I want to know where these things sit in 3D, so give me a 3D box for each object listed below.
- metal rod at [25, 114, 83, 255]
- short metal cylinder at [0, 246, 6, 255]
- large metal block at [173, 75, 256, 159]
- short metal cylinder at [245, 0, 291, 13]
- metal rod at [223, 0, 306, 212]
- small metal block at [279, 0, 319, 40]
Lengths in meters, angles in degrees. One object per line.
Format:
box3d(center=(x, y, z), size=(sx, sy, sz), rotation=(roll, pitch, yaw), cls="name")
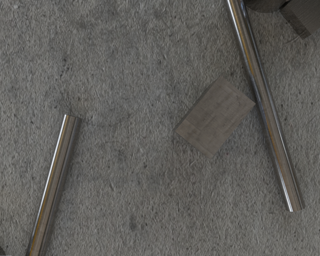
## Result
box3d(center=(-0.154, 0.129, 0.408), size=(0.025, 0.025, 0.298), rotation=(15, 90, 0), cls="metal rod")
box3d(center=(-0.247, 0.188, 0.396), size=(0.081, 0.050, 0.080), rotation=(0, 90, 0), cls="short metal cylinder")
box3d(center=(0.062, -0.012, 0.383), size=(0.050, 0.080, 0.080), rotation=(39, 90, 0), cls="large metal block")
box3d(center=(0.145, -0.197, 0.399), size=(0.081, 0.050, 0.080), rotation=(0, 90, 0), cls="short metal cylinder")
box3d(center=(0.137, -0.037, 0.411), size=(0.025, 0.025, 0.298), rotation=(-17, 90, 0), cls="metal rod")
box3d(center=(0.199, -0.156, 0.412), size=(0.050, 0.025, 0.050), rotation=(-39, 90, 0), cls="small metal block")
